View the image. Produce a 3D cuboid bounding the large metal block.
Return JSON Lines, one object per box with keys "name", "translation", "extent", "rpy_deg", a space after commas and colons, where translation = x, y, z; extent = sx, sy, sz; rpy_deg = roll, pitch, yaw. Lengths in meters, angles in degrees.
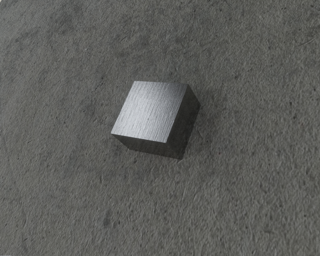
{"name": "large metal block", "translation": [-0.003, -0.011, 0.397], "extent": [0.080, 0.050, 0.080], "rpy_deg": [8, 66, 31]}
